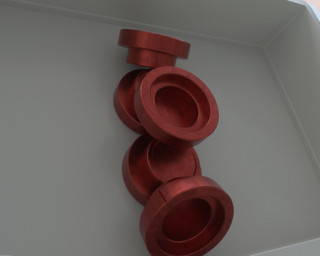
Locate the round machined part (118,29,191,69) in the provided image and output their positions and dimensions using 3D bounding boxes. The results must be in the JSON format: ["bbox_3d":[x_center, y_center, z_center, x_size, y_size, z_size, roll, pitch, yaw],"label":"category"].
[{"bbox_3d":[-0.010,-0.104,0.429,0.099,0.098,0.042,7,101,-25],"label":"round machined part"}]

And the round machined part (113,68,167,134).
[{"bbox_3d":[-0.009,-0.040,0.414,0.099,0.042,0.098,14,56,-21],"label":"round machined part"}]

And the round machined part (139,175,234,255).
[{"bbox_3d":[0.025,0.091,0.329,0.099,0.097,0.042,6,21,-26],"label":"round machined part"}]

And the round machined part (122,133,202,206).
[{"bbox_3d":[0.008,0.046,0.370,0.099,0.042,0.098,14,56,-21],"label":"round machined part"}]

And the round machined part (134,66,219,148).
[{"bbox_3d":[0.016,-0.020,0.360,0.099,0.042,0.098,14,56,-21],"label":"round machined part"}]
